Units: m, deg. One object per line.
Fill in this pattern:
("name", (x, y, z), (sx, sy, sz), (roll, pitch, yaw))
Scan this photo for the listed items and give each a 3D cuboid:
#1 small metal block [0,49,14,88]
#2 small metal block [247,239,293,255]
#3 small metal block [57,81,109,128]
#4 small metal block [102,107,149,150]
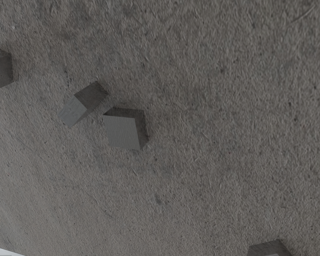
("small metal block", (-0.254, -0.087, 0.471), (0.025, 0.050, 0.050), (25, 127, 13))
("small metal block", (0.160, 0.191, 0.440), (0.050, 0.025, 0.050), (-33, 100, 38))
("small metal block", (-0.105, -0.033, 0.426), (0.025, 0.050, 0.050), (48, 129, -5))
("small metal block", (-0.047, 0.001, 0.432), (0.050, 0.025, 0.050), (6, 121, 25))
